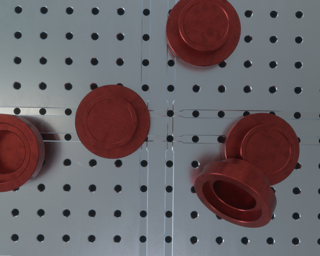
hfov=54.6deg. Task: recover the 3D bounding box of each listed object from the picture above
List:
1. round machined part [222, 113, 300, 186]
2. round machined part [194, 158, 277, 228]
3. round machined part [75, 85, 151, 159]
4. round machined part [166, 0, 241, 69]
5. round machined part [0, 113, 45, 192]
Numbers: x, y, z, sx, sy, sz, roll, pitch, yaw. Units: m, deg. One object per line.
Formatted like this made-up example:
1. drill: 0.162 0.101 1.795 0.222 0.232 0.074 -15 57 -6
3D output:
1. round machined part: 0.134 0.029 0.406 0.099 0.042 0.097 0 90 0
2. round machined part: 0.096 0.076 0.387 0.098 0.098 0.042 39 55 0
3. round machined part: -0.062 -0.008 0.404 0.099 0.042 0.097 0 90 0
4. round machined part: 0.057 -0.129 0.405 0.099 0.042 0.097 0 90 0
5. round machined part: -0.199 0.031 0.404 0.099 0.042 0.097 0 90 0
